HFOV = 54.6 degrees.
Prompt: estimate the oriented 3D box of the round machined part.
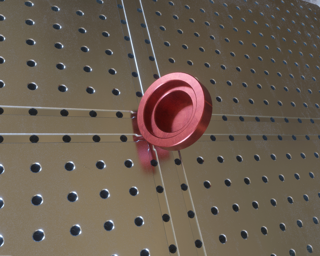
[{"bbox_3d":[0.022,-0.018,0.396,0.042,0.098,0.098,28,44,-52],"label":"round machined part"}]
